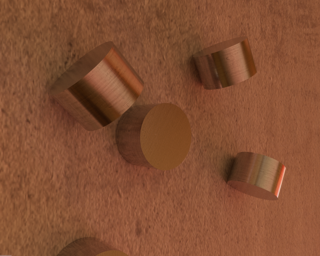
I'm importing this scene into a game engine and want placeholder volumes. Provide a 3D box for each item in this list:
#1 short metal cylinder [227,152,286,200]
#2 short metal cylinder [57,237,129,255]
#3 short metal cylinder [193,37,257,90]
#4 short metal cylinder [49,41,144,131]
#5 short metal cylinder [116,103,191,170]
[{"bbox_3d":[0.156,0.079,0.503,0.080,0.080,0.050,36,68,-35],"label":"short metal cylinder"},{"bbox_3d":[-0.072,0.164,0.330,0.081,0.050,0.079,0,90,-40],"label":"short metal cylinder"},{"bbox_3d":[0.094,-0.095,0.450,0.081,0.080,0.050,-35,112,-35],"label":"short metal cylinder"},{"bbox_3d":[-0.064,-0.043,0.317,0.050,0.080,0.080,51,60,-29],"label":"short metal cylinder"},{"bbox_3d":[-0.007,0.010,0.384,0.081,0.050,0.079,0,90,-40],"label":"short metal cylinder"}]
